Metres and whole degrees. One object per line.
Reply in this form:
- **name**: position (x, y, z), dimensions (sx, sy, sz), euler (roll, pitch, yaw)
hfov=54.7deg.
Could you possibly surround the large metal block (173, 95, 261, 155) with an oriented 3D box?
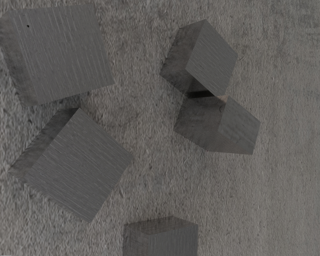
- **large metal block**: position (0.080, -0.003, 0.436), dimensions (0.080, 0.080, 0.050), euler (31, 71, -36)

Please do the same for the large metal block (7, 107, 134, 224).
- **large metal block**: position (-0.088, 0.036, 0.315), dimensions (0.080, 0.050, 0.080), euler (47, 62, -30)

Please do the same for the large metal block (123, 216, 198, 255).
- **large metal block**: position (0.000, 0.161, 0.389), dimensions (0.081, 0.050, 0.080), euler (4, 88, -40)

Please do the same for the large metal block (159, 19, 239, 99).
- **large metal block**: position (0.057, -0.089, 0.435), dimensions (0.080, 0.050, 0.080), euler (35, 69, -35)

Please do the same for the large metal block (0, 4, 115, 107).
- **large metal block**: position (-0.101, -0.070, 0.303), dimensions (0.081, 0.050, 0.080), euler (-24, 105, -38)
